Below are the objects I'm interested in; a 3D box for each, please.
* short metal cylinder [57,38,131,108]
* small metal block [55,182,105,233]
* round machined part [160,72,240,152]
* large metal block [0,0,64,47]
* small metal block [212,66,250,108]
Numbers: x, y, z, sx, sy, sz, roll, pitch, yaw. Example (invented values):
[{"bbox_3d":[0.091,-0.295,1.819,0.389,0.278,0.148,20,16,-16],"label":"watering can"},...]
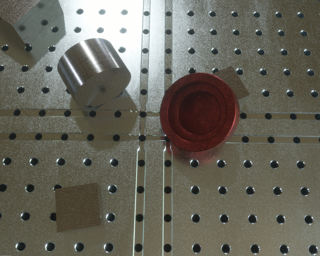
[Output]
[{"bbox_3d":[-0.086,-0.071,0.407,0.080,0.080,0.050,-29,73,-10],"label":"short metal cylinder"},{"bbox_3d":[-0.097,0.097,0.375,0.050,0.025,0.050,-9,70,-4],"label":"small metal block"},{"bbox_3d":[0.053,-0.018,0.396,0.098,0.042,0.097,-3,84,26],"label":"round machined part"},{"bbox_3d":[-0.209,-0.183,0.463,0.080,0.050,0.080,35,73,11],"label":"large metal block"},{"bbox_3d":[0.088,-0.052,0.432,0.050,0.025,0.050,-24,72,-9],"label":"small metal block"}]
